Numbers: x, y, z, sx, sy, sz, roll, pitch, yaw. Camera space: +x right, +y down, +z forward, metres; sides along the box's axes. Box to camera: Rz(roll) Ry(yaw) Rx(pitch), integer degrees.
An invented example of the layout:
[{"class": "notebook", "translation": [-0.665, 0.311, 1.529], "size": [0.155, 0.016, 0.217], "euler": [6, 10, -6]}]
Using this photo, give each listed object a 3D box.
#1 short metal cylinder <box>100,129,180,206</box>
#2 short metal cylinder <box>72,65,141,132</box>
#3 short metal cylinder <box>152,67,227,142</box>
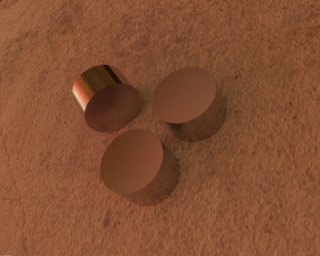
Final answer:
[{"class": "short metal cylinder", "translation": [-0.023, 0.047, 0.370], "size": [0.080, 0.050, 0.080], "euler": [-13, 56, 20]}, {"class": "short metal cylinder", "translation": [-0.074, -0.040, 0.431], "size": [0.080, 0.080, 0.050], "euler": [-40, 51, 1]}, {"class": "short metal cylinder", "translation": [0.037, -0.029, 0.385], "size": [0.080, 0.050, 0.080], "euler": [-13, 56, 20]}]
